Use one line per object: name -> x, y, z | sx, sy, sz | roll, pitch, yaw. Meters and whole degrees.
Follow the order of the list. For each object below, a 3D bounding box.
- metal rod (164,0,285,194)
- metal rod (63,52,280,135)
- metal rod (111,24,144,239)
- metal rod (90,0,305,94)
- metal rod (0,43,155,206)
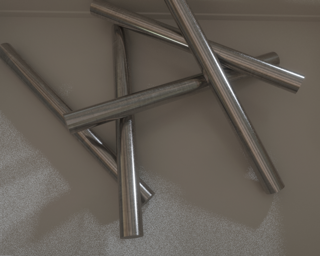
metal rod -> 0.074, -0.056, 0.386 | 0.025, 0.025, 0.299 | -28, 90, -10
metal rod -> 0.029, -0.051, 0.399 | 0.302, 0.025, 0.025 | -19, 71, -19
metal rod -> -0.045, -0.016, 0.397 | 0.025, 0.025, 0.299 | -5, 63, -2
metal rod -> 0.039, -0.114, 0.416 | 0.301, 0.025, 0.025 | 25, 72, 13
metal rod -> -0.120, -0.012, 0.412 | 0.025, 0.025, 0.300 | -43, 76, -14
